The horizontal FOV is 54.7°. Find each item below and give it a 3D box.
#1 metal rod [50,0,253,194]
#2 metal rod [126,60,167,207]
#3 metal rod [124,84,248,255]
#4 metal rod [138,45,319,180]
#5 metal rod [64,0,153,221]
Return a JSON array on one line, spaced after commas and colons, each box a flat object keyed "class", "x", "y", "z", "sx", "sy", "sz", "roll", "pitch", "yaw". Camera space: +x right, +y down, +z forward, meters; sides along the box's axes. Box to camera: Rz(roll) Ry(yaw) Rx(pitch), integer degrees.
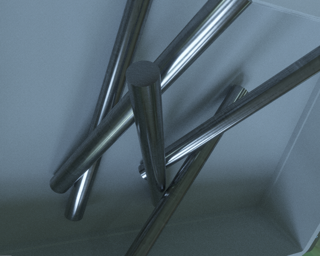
[{"class": "metal rod", "x": -0.034, "y": -0.014, "z": 0.304, "sx": 0.025, "sy": 0.025, "sz": 0.299, "roll": 19, "pitch": 133, "yaw": -36}, {"class": "metal rod", "x": -0.006, "y": 0.037, "z": 0.352, "sx": 0.025, "sy": 0.025, "sz": 0.299, "roll": -26, "pitch": 152, "yaw": -12}, {"class": "metal rod", "x": 0.032, "y": 0.070, "z": 0.418, "sx": 0.025, "sy": 0.025, "sz": 0.300, "roll": 40, "pitch": 80, "yaw": -39}, {"class": "metal rod", "x": 0.093, "y": -0.017, "z": 0.385, "sx": 0.300, "sy": 0.025, "sz": 0.025, "roll": -35, "pitch": 132, "yaw": 21}, {"class": "metal rod", "x": -0.066, "y": -0.013, "z": 0.364, "sx": 0.025, "sy": 0.025, "sz": 0.298, "roll": 8, "pitch": 115, "yaw": -32}]
